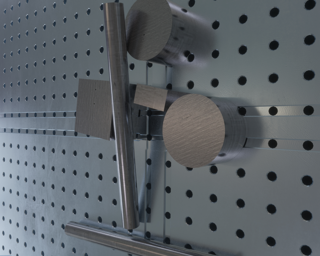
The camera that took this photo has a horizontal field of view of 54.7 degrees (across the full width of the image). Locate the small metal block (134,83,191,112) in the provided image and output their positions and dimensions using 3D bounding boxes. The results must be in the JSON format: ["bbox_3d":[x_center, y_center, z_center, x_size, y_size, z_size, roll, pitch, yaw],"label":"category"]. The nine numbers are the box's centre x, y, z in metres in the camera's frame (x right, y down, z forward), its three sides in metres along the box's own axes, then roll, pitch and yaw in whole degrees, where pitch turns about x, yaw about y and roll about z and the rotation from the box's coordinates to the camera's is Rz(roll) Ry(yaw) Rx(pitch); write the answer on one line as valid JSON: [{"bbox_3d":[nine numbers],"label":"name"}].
[{"bbox_3d":[0.004,-0.037,0.390,0.050,0.050,0.025,18,102,38],"label":"small metal block"}]

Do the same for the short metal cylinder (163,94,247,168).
[{"bbox_3d":[0.050,0.003,0.352,0.080,0.050,0.079,0,90,40],"label":"short metal cylinder"}]

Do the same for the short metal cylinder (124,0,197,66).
[{"bbox_3d":[-0.001,-0.122,0.394,0.080,0.050,0.079,0,90,40],"label":"short metal cylinder"}]

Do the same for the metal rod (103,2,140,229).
[{"bbox_3d":[-0.049,-0.006,0.411,0.025,0.025,0.298,8,107,39],"label":"metal rod"}]

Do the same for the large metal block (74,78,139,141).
[{"bbox_3d":[-0.078,-0.028,0.457,0.080,0.050,0.079,11,97,39],"label":"large metal block"}]

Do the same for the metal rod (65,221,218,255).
[{"bbox_3d":[-0.039,0.167,0.441,0.300,0.025,0.025,-4,88,39],"label":"metal rod"}]
